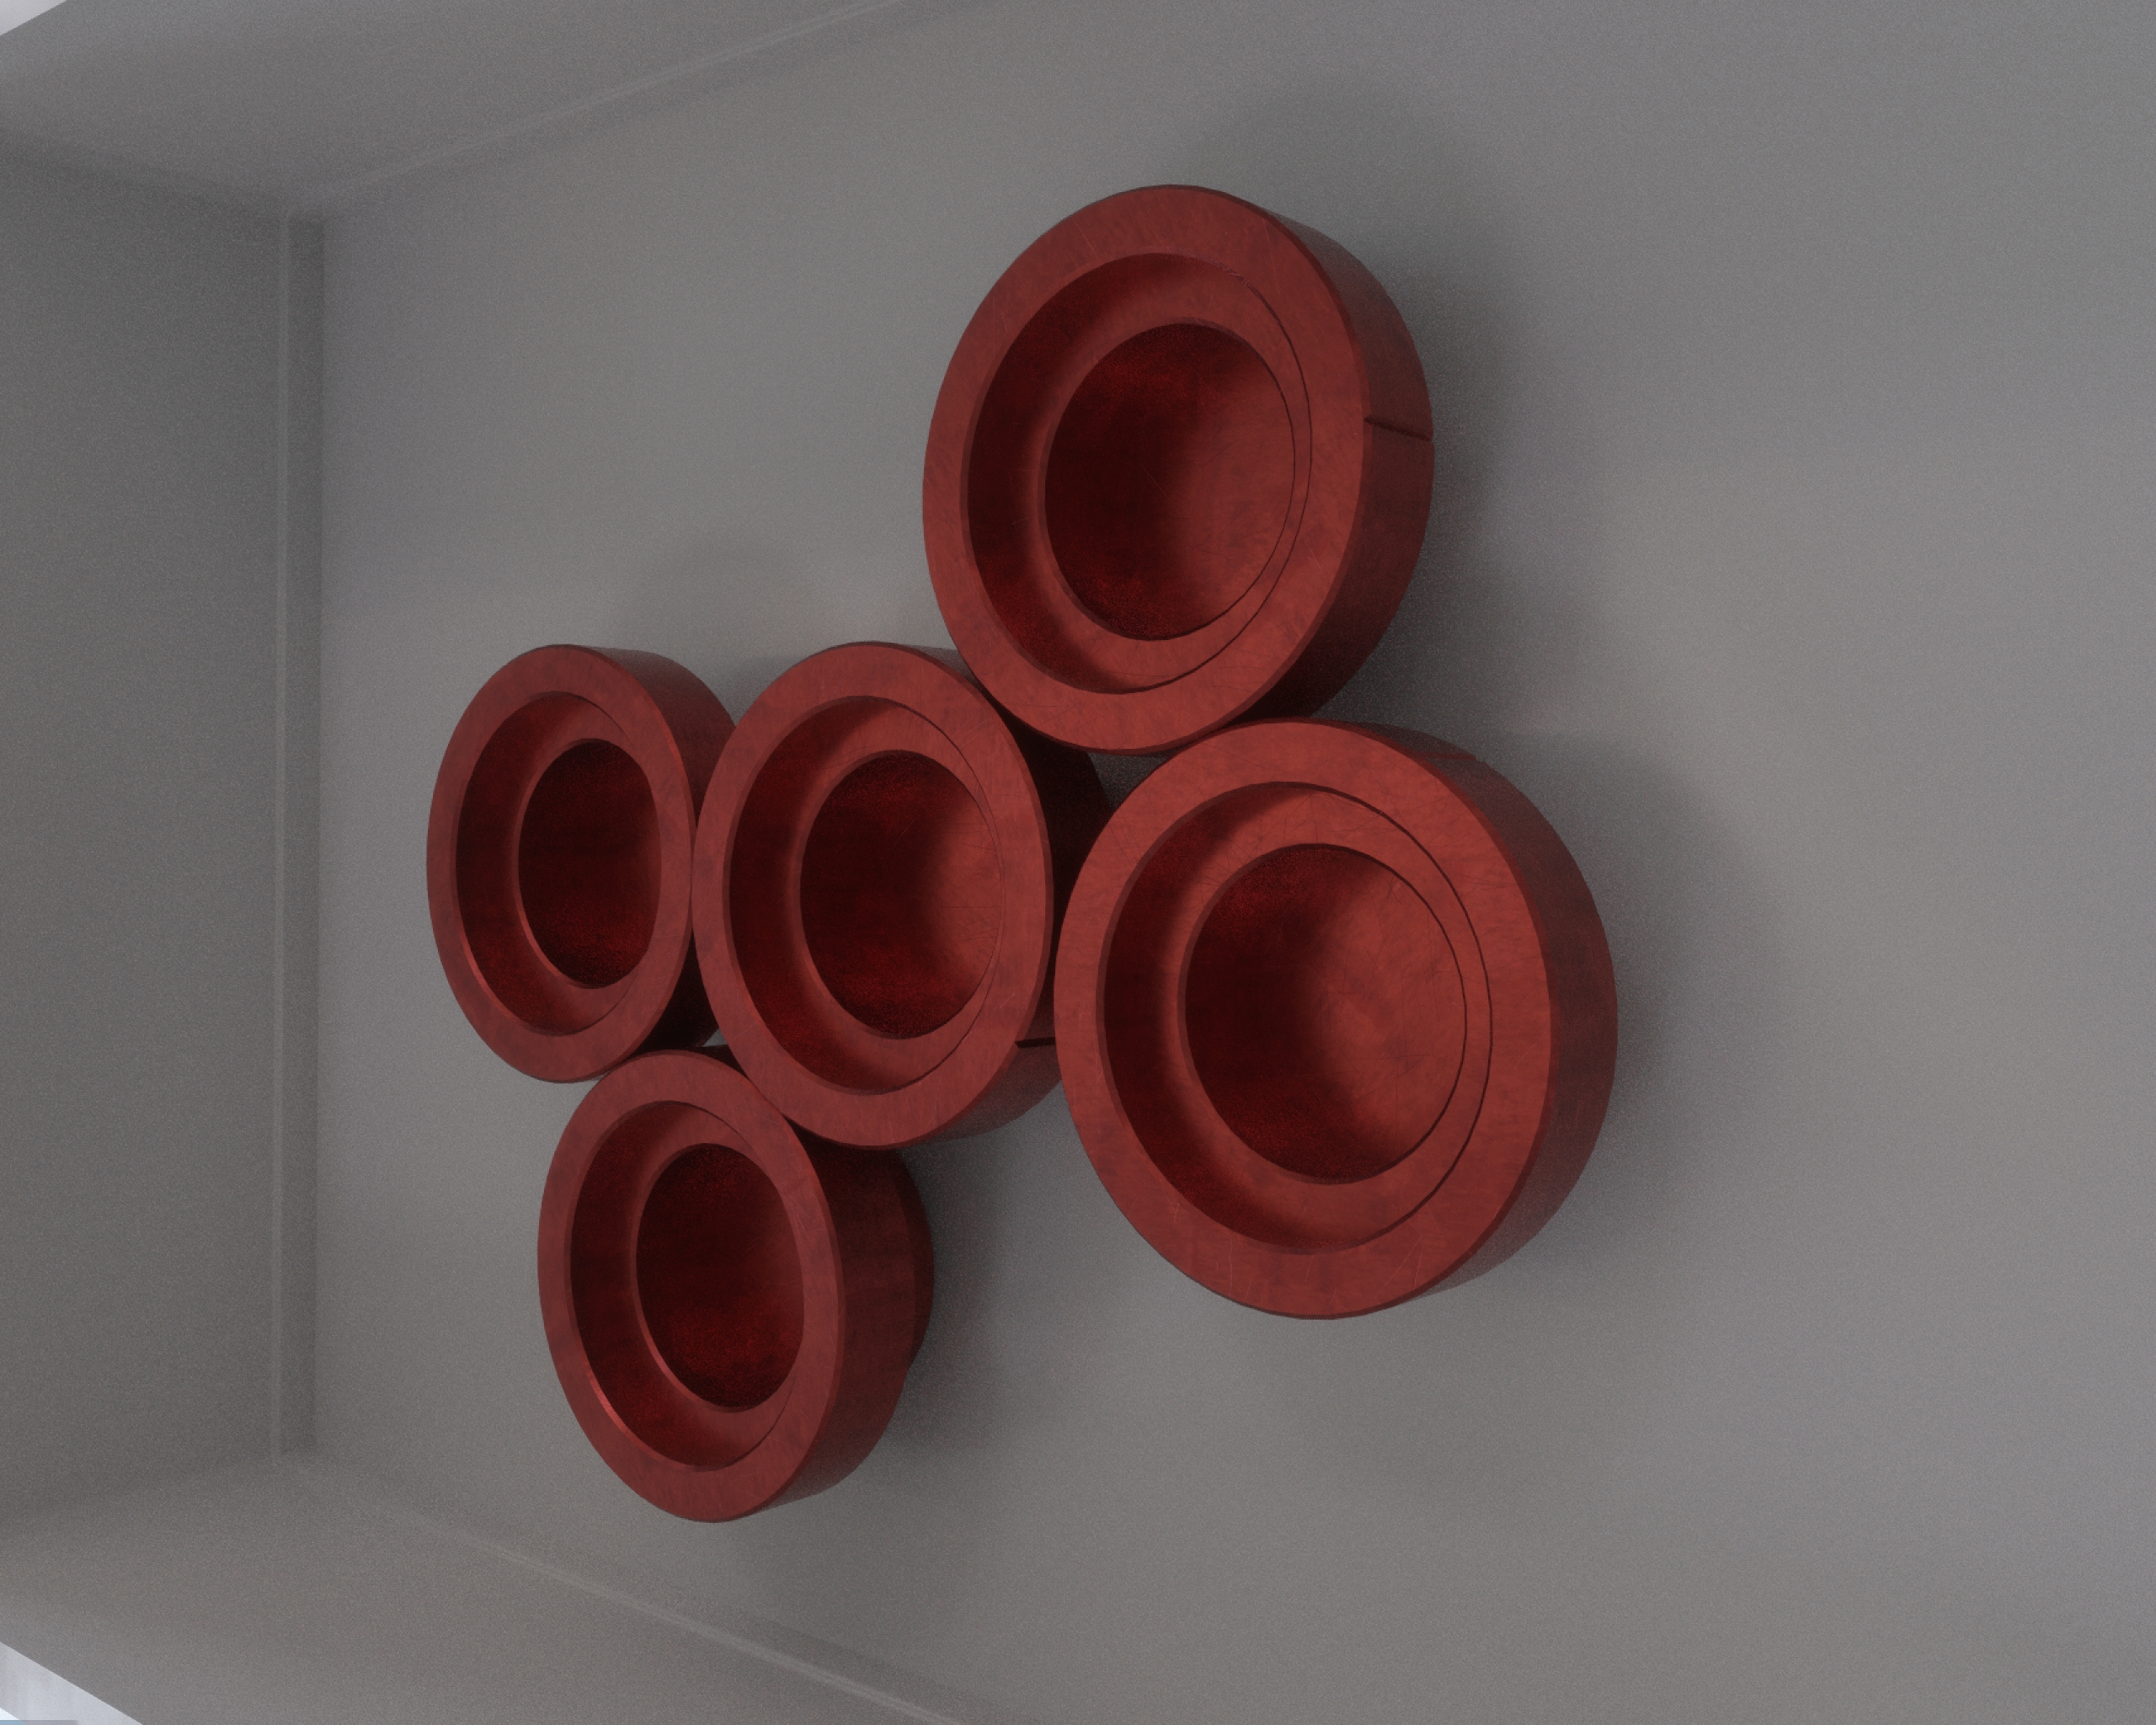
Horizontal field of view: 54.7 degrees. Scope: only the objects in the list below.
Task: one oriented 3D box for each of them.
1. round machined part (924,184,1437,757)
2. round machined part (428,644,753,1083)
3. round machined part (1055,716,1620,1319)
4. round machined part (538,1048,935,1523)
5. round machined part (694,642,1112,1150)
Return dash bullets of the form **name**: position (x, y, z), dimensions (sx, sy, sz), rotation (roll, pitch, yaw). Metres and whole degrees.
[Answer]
- **round machined part**: position (0.022, -0.067, 0.375), dimensions (0.098, 0.042, 0.097), rotation (0, 90, 40)
- **round machined part**: position (-0.103, 0.000, 0.478), dimensions (0.098, 0.042, 0.097), rotation (0, 90, 40)
- **round machined part**: position (0.047, 0.025, 0.354), dimensions (0.098, 0.042, 0.097), rotation (0, 90, 40)
- **round machined part**: position (-0.070, 0.088, 0.449), dimensions (0.098, 0.042, 0.097), rotation (0, 90, 40)
- **round machined part**: position (-0.029, 0.006, 0.415), dimensions (0.098, 0.042, 0.097), rotation (0, 90, 40)
